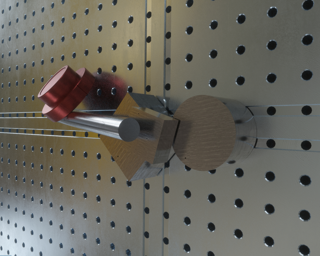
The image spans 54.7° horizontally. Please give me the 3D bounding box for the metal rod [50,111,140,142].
[{"bbox_3d":[-0.114,-0.012,0.444,0.300,0.025,0.025,10,96,56],"label":"metal rod"}]

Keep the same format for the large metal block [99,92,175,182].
[{"bbox_3d":[-0.024,0.011,0.408,0.080,0.050,0.080,51,120,27],"label":"large metal block"}]

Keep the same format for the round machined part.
[{"bbox_3d":[-0.152,-0.060,0.485,0.098,0.042,0.098,-33,31,23],"label":"round machined part"}]

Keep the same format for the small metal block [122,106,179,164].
[{"bbox_3d":[-0.012,0.007,0.349,0.050,0.025,0.050,24,105,37],"label":"small metal block"}]

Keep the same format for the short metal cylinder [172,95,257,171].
[{"bbox_3d":[0.058,0.005,0.343,0.080,0.050,0.079,0,90,39],"label":"short metal cylinder"}]
